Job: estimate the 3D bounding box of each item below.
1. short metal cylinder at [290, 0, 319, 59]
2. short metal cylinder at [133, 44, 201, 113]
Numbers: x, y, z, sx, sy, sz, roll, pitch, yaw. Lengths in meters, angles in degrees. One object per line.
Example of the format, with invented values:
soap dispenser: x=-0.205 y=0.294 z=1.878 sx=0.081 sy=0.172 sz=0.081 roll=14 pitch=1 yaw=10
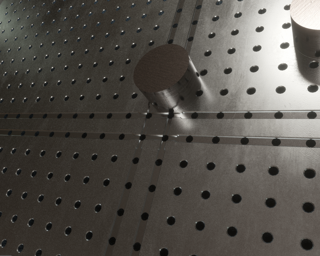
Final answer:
short metal cylinder: x=0.199 y=-0.129 z=0.367 sx=0.080 sy=0.050 sz=0.080 roll=-13 pitch=56 yaw=20
short metal cylinder: x=0.011 y=-0.068 z=0.427 sx=0.080 sy=0.050 sz=0.080 roll=-13 pitch=56 yaw=20
